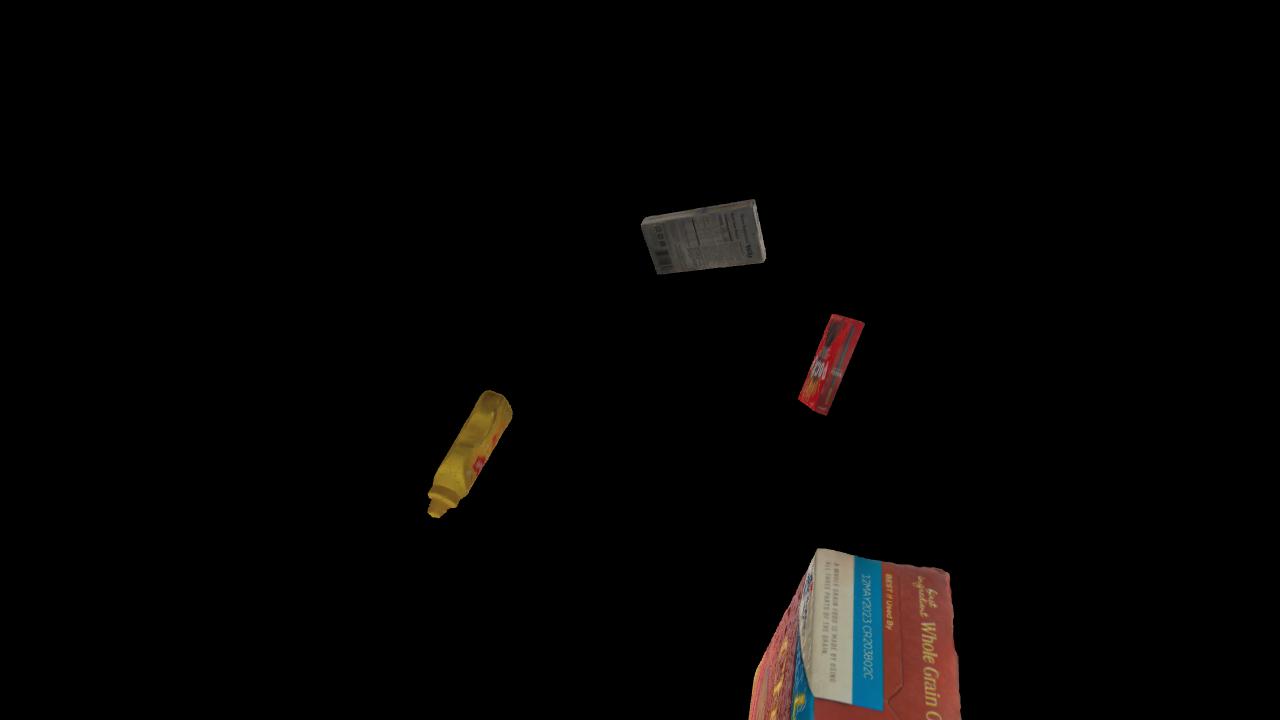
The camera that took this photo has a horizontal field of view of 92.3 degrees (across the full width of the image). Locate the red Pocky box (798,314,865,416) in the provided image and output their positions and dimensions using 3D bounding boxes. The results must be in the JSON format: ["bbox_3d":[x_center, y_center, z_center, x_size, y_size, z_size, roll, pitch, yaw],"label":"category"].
[{"bbox_3d":[0.300,0.005,0.973,0.028,0.155,0.083,19,8,-7],"label":"red Pocky box"}]

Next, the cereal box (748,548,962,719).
[{"bbox_3d":[0.111,0.269,0.379,0.081,0.203,0.306,8,-36,10],"label":"cereal box"}]

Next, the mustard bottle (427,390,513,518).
[{"bbox_3d":[-0.243,0.137,0.862,0.054,0.184,0.092,25,-34,-1],"label":"mustard bottle"}]

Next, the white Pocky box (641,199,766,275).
[{"bbox_3d":[0.084,-0.161,0.821,0.154,0.084,0.028,-3,38,24],"label":"white Pocky box"}]
